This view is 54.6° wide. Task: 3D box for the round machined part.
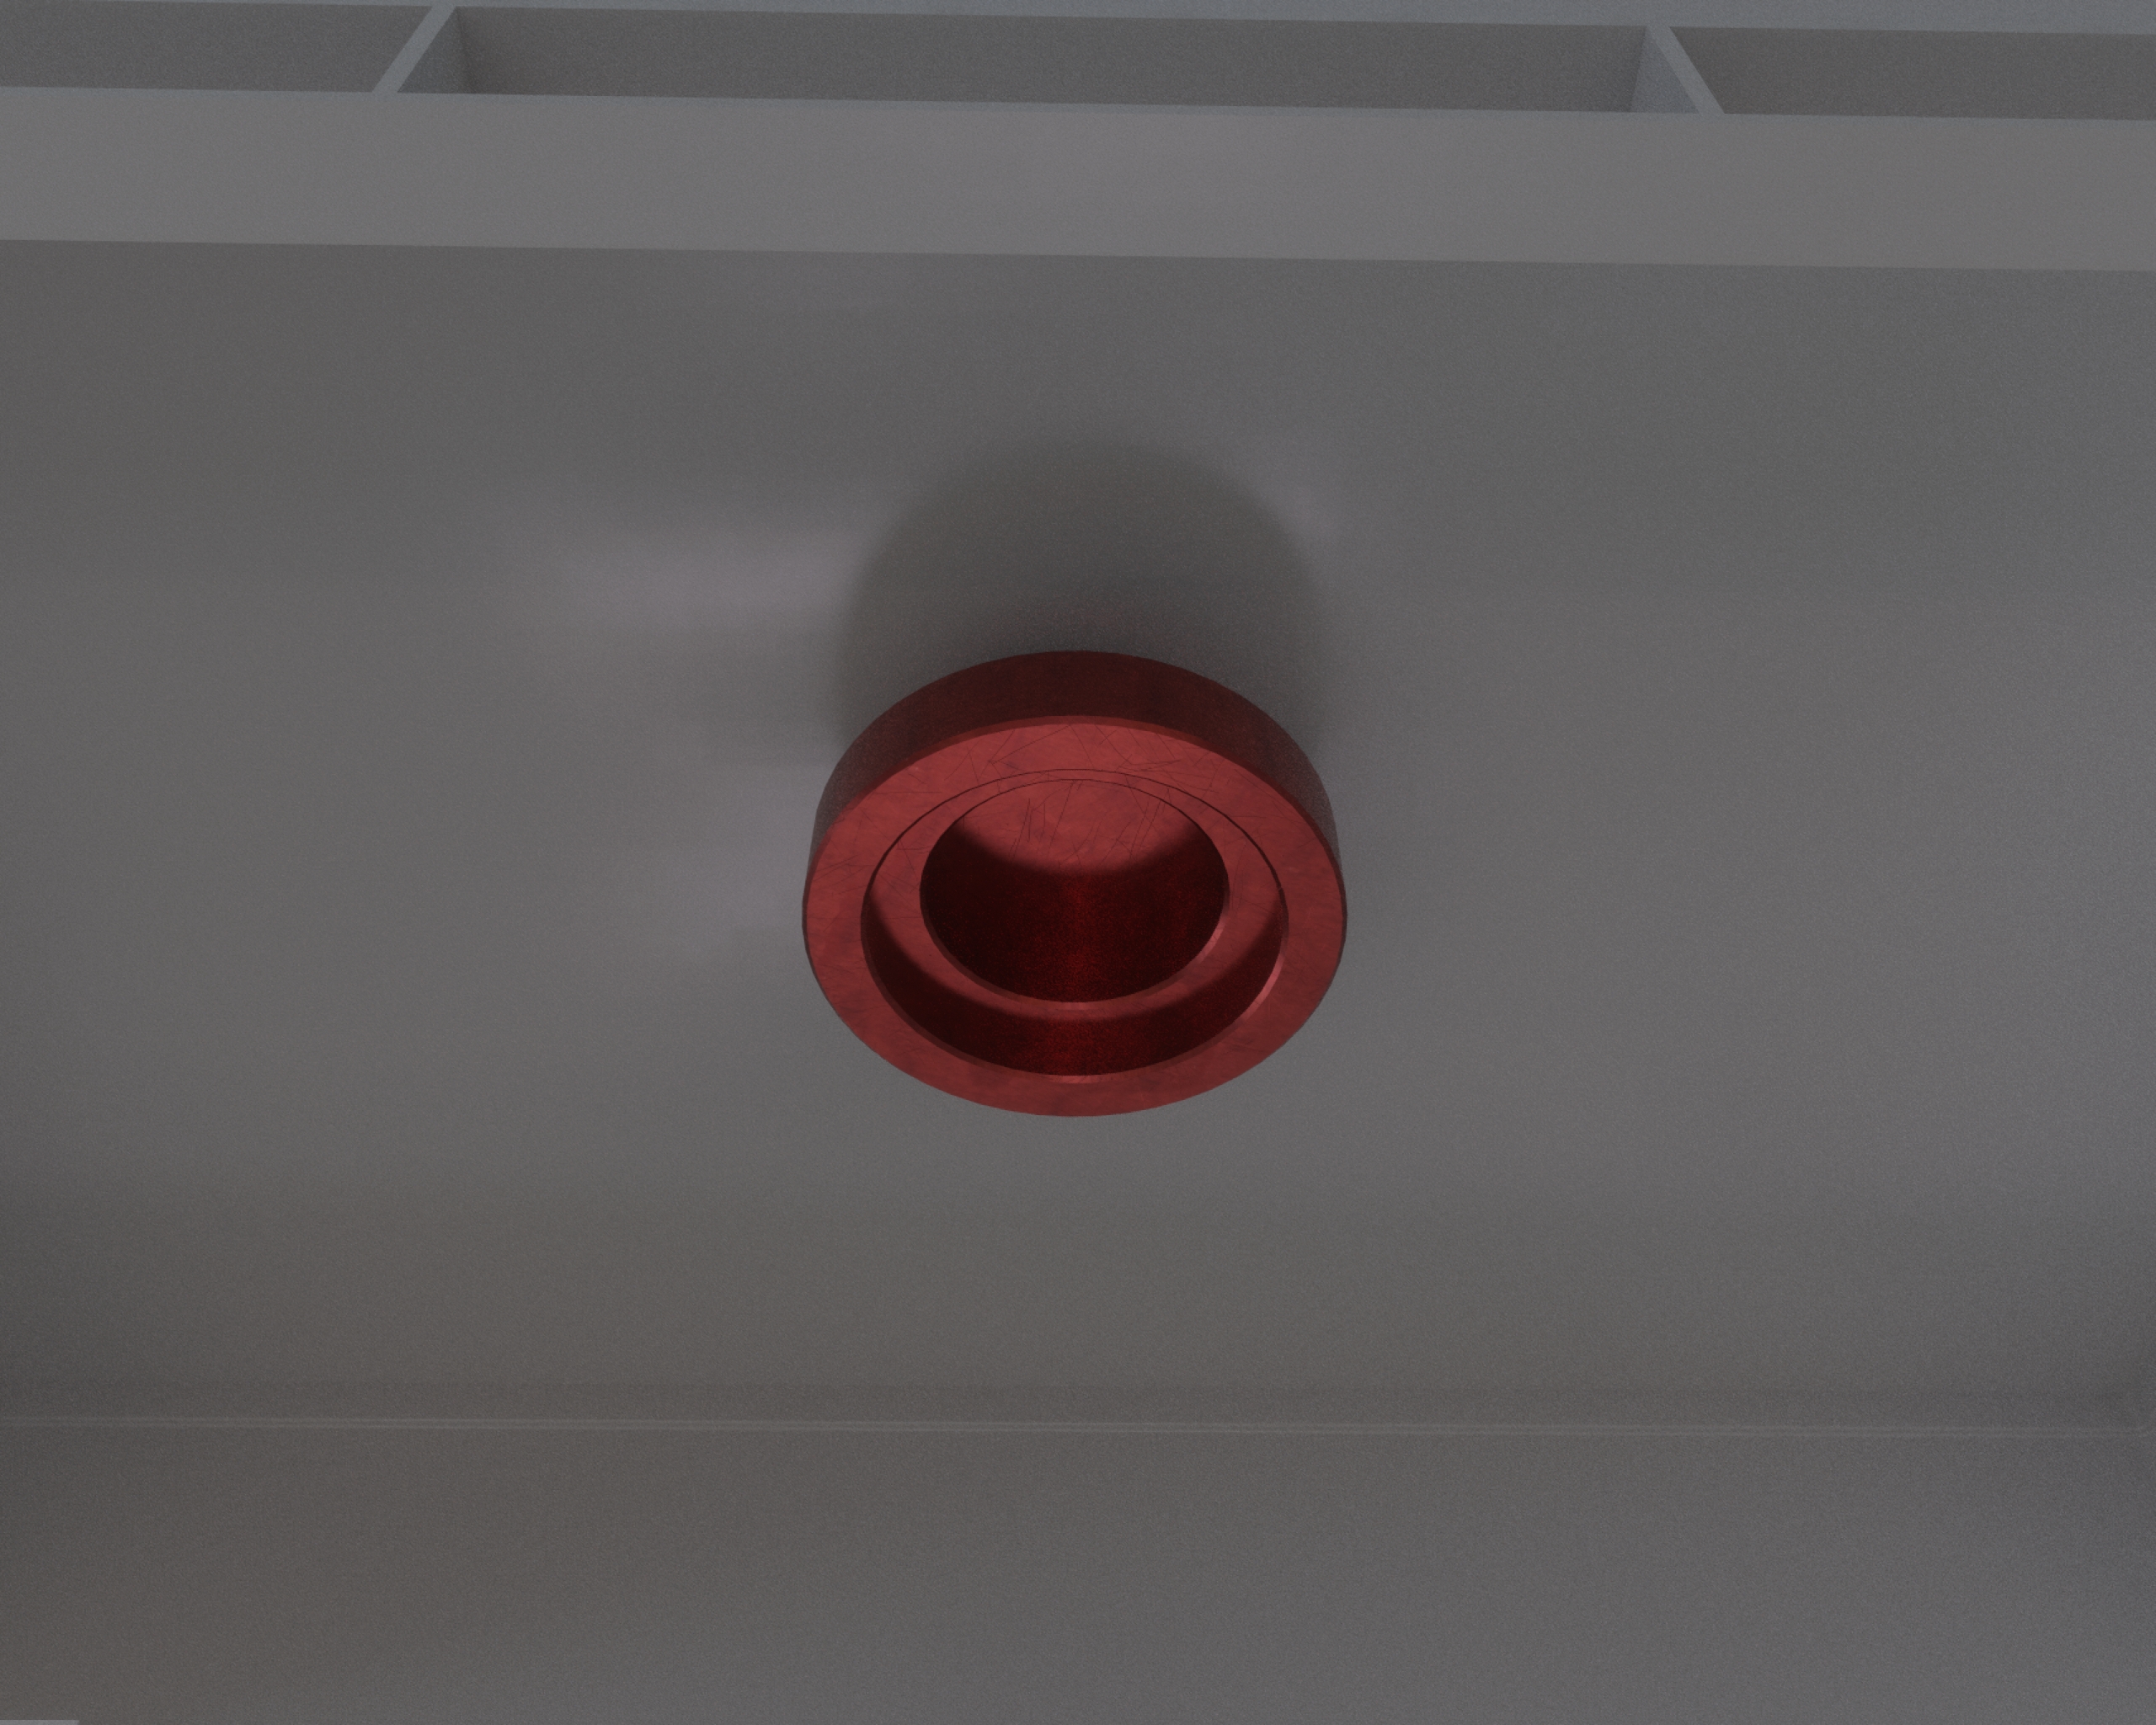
[{"bbox_3d":[-0.001,0.000,0.393,0.099,0.042,0.097,0,130,0],"label":"round machined part"}]
